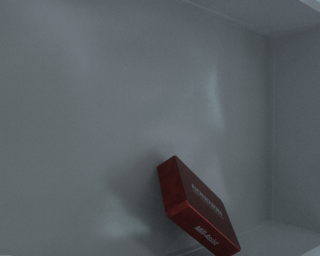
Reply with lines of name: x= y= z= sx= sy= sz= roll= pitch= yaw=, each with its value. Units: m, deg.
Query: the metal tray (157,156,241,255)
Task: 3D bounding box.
metal tray: x=0.052 y=0.106 z=0.413 sx=0.030 sy=0.090 sz=0.130 roll=-36 pitch=122 yaw=14
